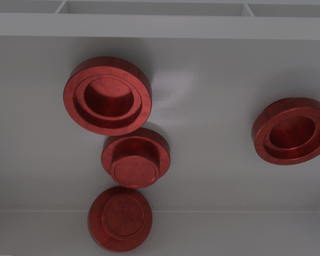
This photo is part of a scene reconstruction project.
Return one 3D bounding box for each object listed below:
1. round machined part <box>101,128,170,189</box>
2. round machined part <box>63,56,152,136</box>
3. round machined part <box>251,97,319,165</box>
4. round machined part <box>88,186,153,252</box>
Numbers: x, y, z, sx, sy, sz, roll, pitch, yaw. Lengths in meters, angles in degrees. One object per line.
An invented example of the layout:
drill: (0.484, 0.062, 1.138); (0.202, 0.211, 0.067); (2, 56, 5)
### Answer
round machined part: (-0.034, 0.049, 0.439); (0.099, 0.042, 0.097); (0, 130, 0)
round machined part: (-0.058, -0.041, 0.363); (0.099, 0.042, 0.097); (0, 130, 0)
round machined part: (0.167, 0.000, 0.399); (0.099, 0.042, 0.097); (0, 130, 0)
round machined part: (-0.058, 0.137, 0.472); (0.099, 0.098, 0.042); (17, 152, -14)
